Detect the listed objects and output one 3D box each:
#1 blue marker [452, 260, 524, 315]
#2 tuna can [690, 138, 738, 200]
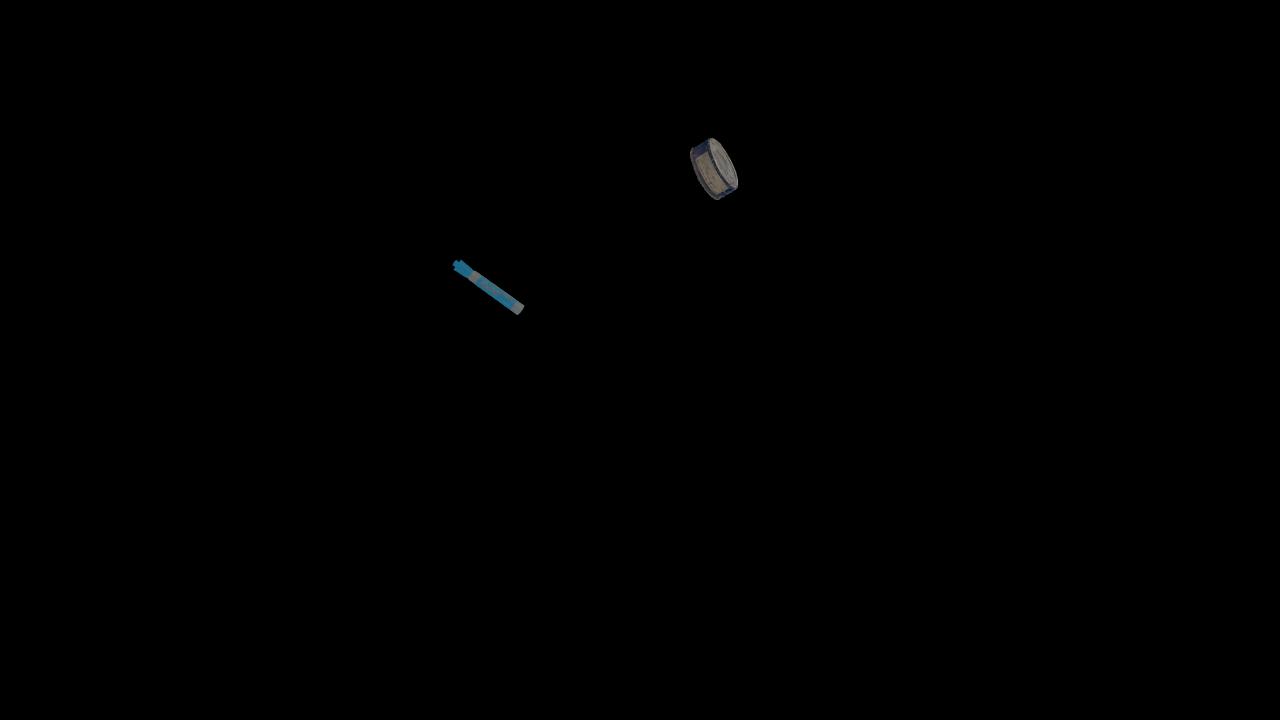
[{"bbox_3d":[-0.229,-0.110,0.928,0.121,0.020,0.020,37,-15,-21],"label":"blue marker"},{"bbox_3d":[0.110,-0.280,0.899,0.034,0.084,0.084,-24,-12,29],"label":"tuna can"}]
